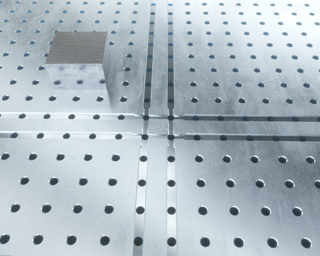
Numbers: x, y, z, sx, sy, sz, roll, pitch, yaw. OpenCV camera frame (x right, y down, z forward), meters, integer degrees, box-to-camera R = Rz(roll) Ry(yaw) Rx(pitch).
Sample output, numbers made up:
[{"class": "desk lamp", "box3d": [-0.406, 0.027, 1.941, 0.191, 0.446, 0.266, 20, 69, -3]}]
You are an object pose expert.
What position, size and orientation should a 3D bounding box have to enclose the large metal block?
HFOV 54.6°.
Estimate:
[{"class": "large metal block", "box3d": [-0.122, -0.105, 0.479, 0.080, 0.050, 0.080, -1, 50, -1]}]
